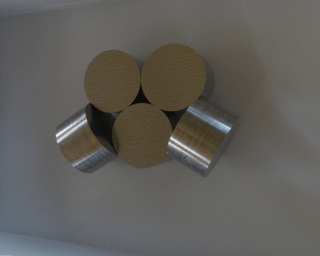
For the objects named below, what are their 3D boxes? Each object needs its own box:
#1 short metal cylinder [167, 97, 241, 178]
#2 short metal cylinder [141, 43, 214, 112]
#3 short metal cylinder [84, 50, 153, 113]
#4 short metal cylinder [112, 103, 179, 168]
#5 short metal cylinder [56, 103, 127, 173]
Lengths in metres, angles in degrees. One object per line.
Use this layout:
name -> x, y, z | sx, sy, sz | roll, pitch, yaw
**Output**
short metal cylinder -> 0.051, 0.011, 0.361 | 0.050, 0.080, 0.080 | 31, 100, 17
short metal cylinder -> 0.023, -0.060, 0.387 | 0.080, 0.050, 0.080 | 0, 90, 20
short metal cylinder -> -0.053, -0.059, 0.414 | 0.080, 0.050, 0.080 | 0, 90, 20
short metal cylinder -> -0.014, 0.009, 0.400 | 0.080, 0.050, 0.080 | 0, 90, 20
short metal cylinder -> -0.089, 0.013, 0.411 | 0.050, 0.080, 0.080 | -32, 80, 17
